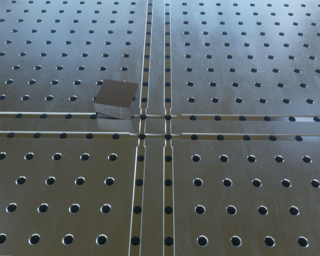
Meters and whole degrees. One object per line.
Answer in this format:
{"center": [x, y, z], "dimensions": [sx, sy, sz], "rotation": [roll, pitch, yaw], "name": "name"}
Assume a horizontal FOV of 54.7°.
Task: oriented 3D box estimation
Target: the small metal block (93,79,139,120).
{"center": [-0.061, -0.041, 0.441], "dimensions": [0.050, 0.025, 0.050], "rotation": [8, 50, 6], "name": "small metal block"}
